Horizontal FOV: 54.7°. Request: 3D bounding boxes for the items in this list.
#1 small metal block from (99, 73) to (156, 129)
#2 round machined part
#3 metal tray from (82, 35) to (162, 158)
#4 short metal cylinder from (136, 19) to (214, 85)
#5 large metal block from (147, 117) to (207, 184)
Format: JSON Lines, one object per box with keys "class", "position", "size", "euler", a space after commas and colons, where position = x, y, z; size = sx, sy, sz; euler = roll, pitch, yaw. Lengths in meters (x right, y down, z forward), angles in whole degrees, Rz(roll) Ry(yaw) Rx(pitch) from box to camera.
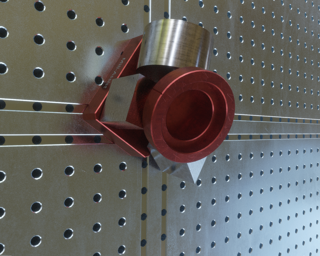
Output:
{"class": "small metal block", "position": [-0.033, -0.026, 0.325], "size": [0.025, 0.050, 0.050], "euler": [25, 74, -38]}
{"class": "round machined part", "position": [0.026, -0.016, 0.325], "size": [0.099, 0.042, 0.097], "euler": [-11, 115, -24]}
{"class": "metal tray", "position": [-0.024, -0.040, 0.388], "size": [0.090, 0.030, 0.130], "euler": [42, 64, -32]}
{"class": "short metal cylinder", "position": [0.017, -0.080, 0.350], "size": [0.081, 0.080, 0.050], "euler": [17, 79, -39]}
{"class": "large metal block", "position": [0.033, 0.015, 0.399], "size": [0.080, 0.050, 0.080], "euler": [-63, 156, -21]}
